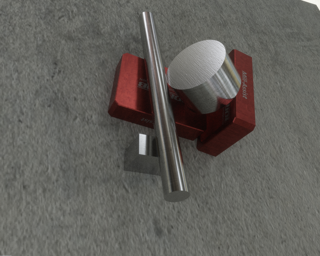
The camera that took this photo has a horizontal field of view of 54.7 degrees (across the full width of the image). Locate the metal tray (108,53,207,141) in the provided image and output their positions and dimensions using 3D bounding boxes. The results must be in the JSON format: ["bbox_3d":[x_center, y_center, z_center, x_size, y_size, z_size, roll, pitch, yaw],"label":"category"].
[{"bbox_3d":[0.001,-0.042,0.429,0.131,0.030,0.090,17,55,-19],"label":"metal tray"}]

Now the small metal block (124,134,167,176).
[{"bbox_3d":[-0.010,0.033,0.364,0.050,0.050,0.025,12,57,-22],"label":"small metal block"}]

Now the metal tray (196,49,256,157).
[{"bbox_3d":[0.091,-0.036,0.436,0.030,0.090,0.130,21,54,-16],"label":"metal tray"}]

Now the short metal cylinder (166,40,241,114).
[{"bbox_3d":[0.055,-0.065,0.394,0.050,0.080,0.080,46,41,-41],"label":"short metal cylinder"}]

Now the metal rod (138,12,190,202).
[{"bbox_3d":[-0.002,-0.052,0.387,0.025,0.025,0.300,10,48,-23],"label":"metal rod"}]
